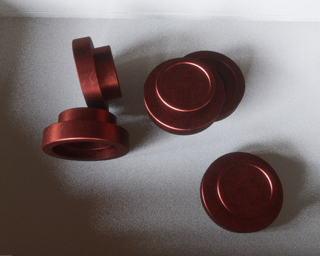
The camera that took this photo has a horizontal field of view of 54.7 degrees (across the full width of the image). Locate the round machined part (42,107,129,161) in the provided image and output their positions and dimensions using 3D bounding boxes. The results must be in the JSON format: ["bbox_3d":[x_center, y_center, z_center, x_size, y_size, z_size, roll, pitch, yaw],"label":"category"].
[{"bbox_3d":[-0.086,0.007,0.367,0.099,0.098,0.042,-2,70,-1],"label":"round machined part"}]

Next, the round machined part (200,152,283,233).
[{"bbox_3d":[0.100,0.076,0.374,0.099,0.042,0.098,0,70,-1],"label":"round machined part"}]

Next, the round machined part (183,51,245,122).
[{"bbox_3d":[0.061,-0.052,0.421,0.099,0.042,0.098,0,70,-1],"label":"round machined part"}]

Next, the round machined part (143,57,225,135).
[{"bbox_3d":[0.029,-0.044,0.372,0.099,0.042,0.098,0,70,-1],"label":"round machined part"}]

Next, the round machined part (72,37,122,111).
[{"bbox_3d":[-0.076,-0.067,0.395,0.042,0.098,0.098,-13,71,-5],"label":"round machined part"}]
